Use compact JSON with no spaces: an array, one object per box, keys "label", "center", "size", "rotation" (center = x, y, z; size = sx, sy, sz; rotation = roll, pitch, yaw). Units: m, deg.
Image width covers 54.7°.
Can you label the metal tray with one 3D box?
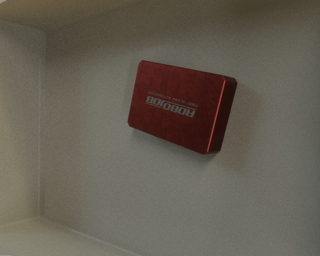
[{"label":"metal tray","center":[0.022,-0.029,0.384],"size":[0.130,0.030,0.089],"rotation":[20,102,38]}]
